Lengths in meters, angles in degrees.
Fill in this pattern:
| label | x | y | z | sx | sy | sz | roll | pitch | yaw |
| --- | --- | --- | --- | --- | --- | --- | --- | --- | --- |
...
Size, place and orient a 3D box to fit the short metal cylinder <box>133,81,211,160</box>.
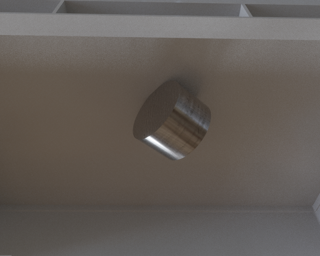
| label | x | y | z | sx | sy | sz | roll | pitch | yaw |
| --- | --- | --- | --- | --- | --- | --- | --- | --- | --- |
| short metal cylinder | 0.013 | -0.009 | 0.366 | 0.050 | 0.080 | 0.080 | 35 | 122 | -26 |
